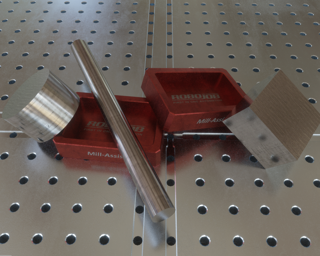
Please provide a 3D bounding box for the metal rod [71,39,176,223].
[{"bbox_3d":[-0.060,-0.020,0.385,0.025,0.025,0.300,-20,53,-16],"label":"metal rod"}]

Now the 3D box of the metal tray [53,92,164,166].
[{"bbox_3d":[-0.059,-0.001,0.404,0.131,0.030,0.090,5,50,4],"label":"metal tray"}]

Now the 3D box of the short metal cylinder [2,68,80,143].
[{"bbox_3d":[-0.149,-0.029,0.391,0.080,0.050,0.080,-25,40,24],"label":"short metal cylinder"}]

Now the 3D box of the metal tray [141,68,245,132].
[{"bbox_3d":[0.051,-0.042,0.415,0.131,0.030,0.090,-5,48,-26],"label":"metal tray"}]

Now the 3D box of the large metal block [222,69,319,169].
[{"bbox_3d":[0.138,-0.010,0.378,0.080,0.050,0.080,47,60,-3],"label":"large metal block"}]
